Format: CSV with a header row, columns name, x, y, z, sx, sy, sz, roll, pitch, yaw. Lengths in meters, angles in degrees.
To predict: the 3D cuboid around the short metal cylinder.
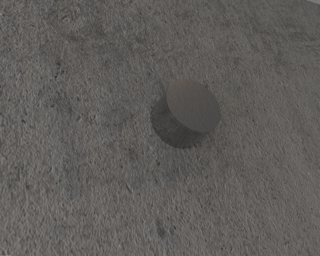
name,x,y,z,sx,sy,sz,roll,pitch,yaw
short metal cylinder,0.034,-0.019,0.417,0.081,0.050,0.080,13,56,-21
